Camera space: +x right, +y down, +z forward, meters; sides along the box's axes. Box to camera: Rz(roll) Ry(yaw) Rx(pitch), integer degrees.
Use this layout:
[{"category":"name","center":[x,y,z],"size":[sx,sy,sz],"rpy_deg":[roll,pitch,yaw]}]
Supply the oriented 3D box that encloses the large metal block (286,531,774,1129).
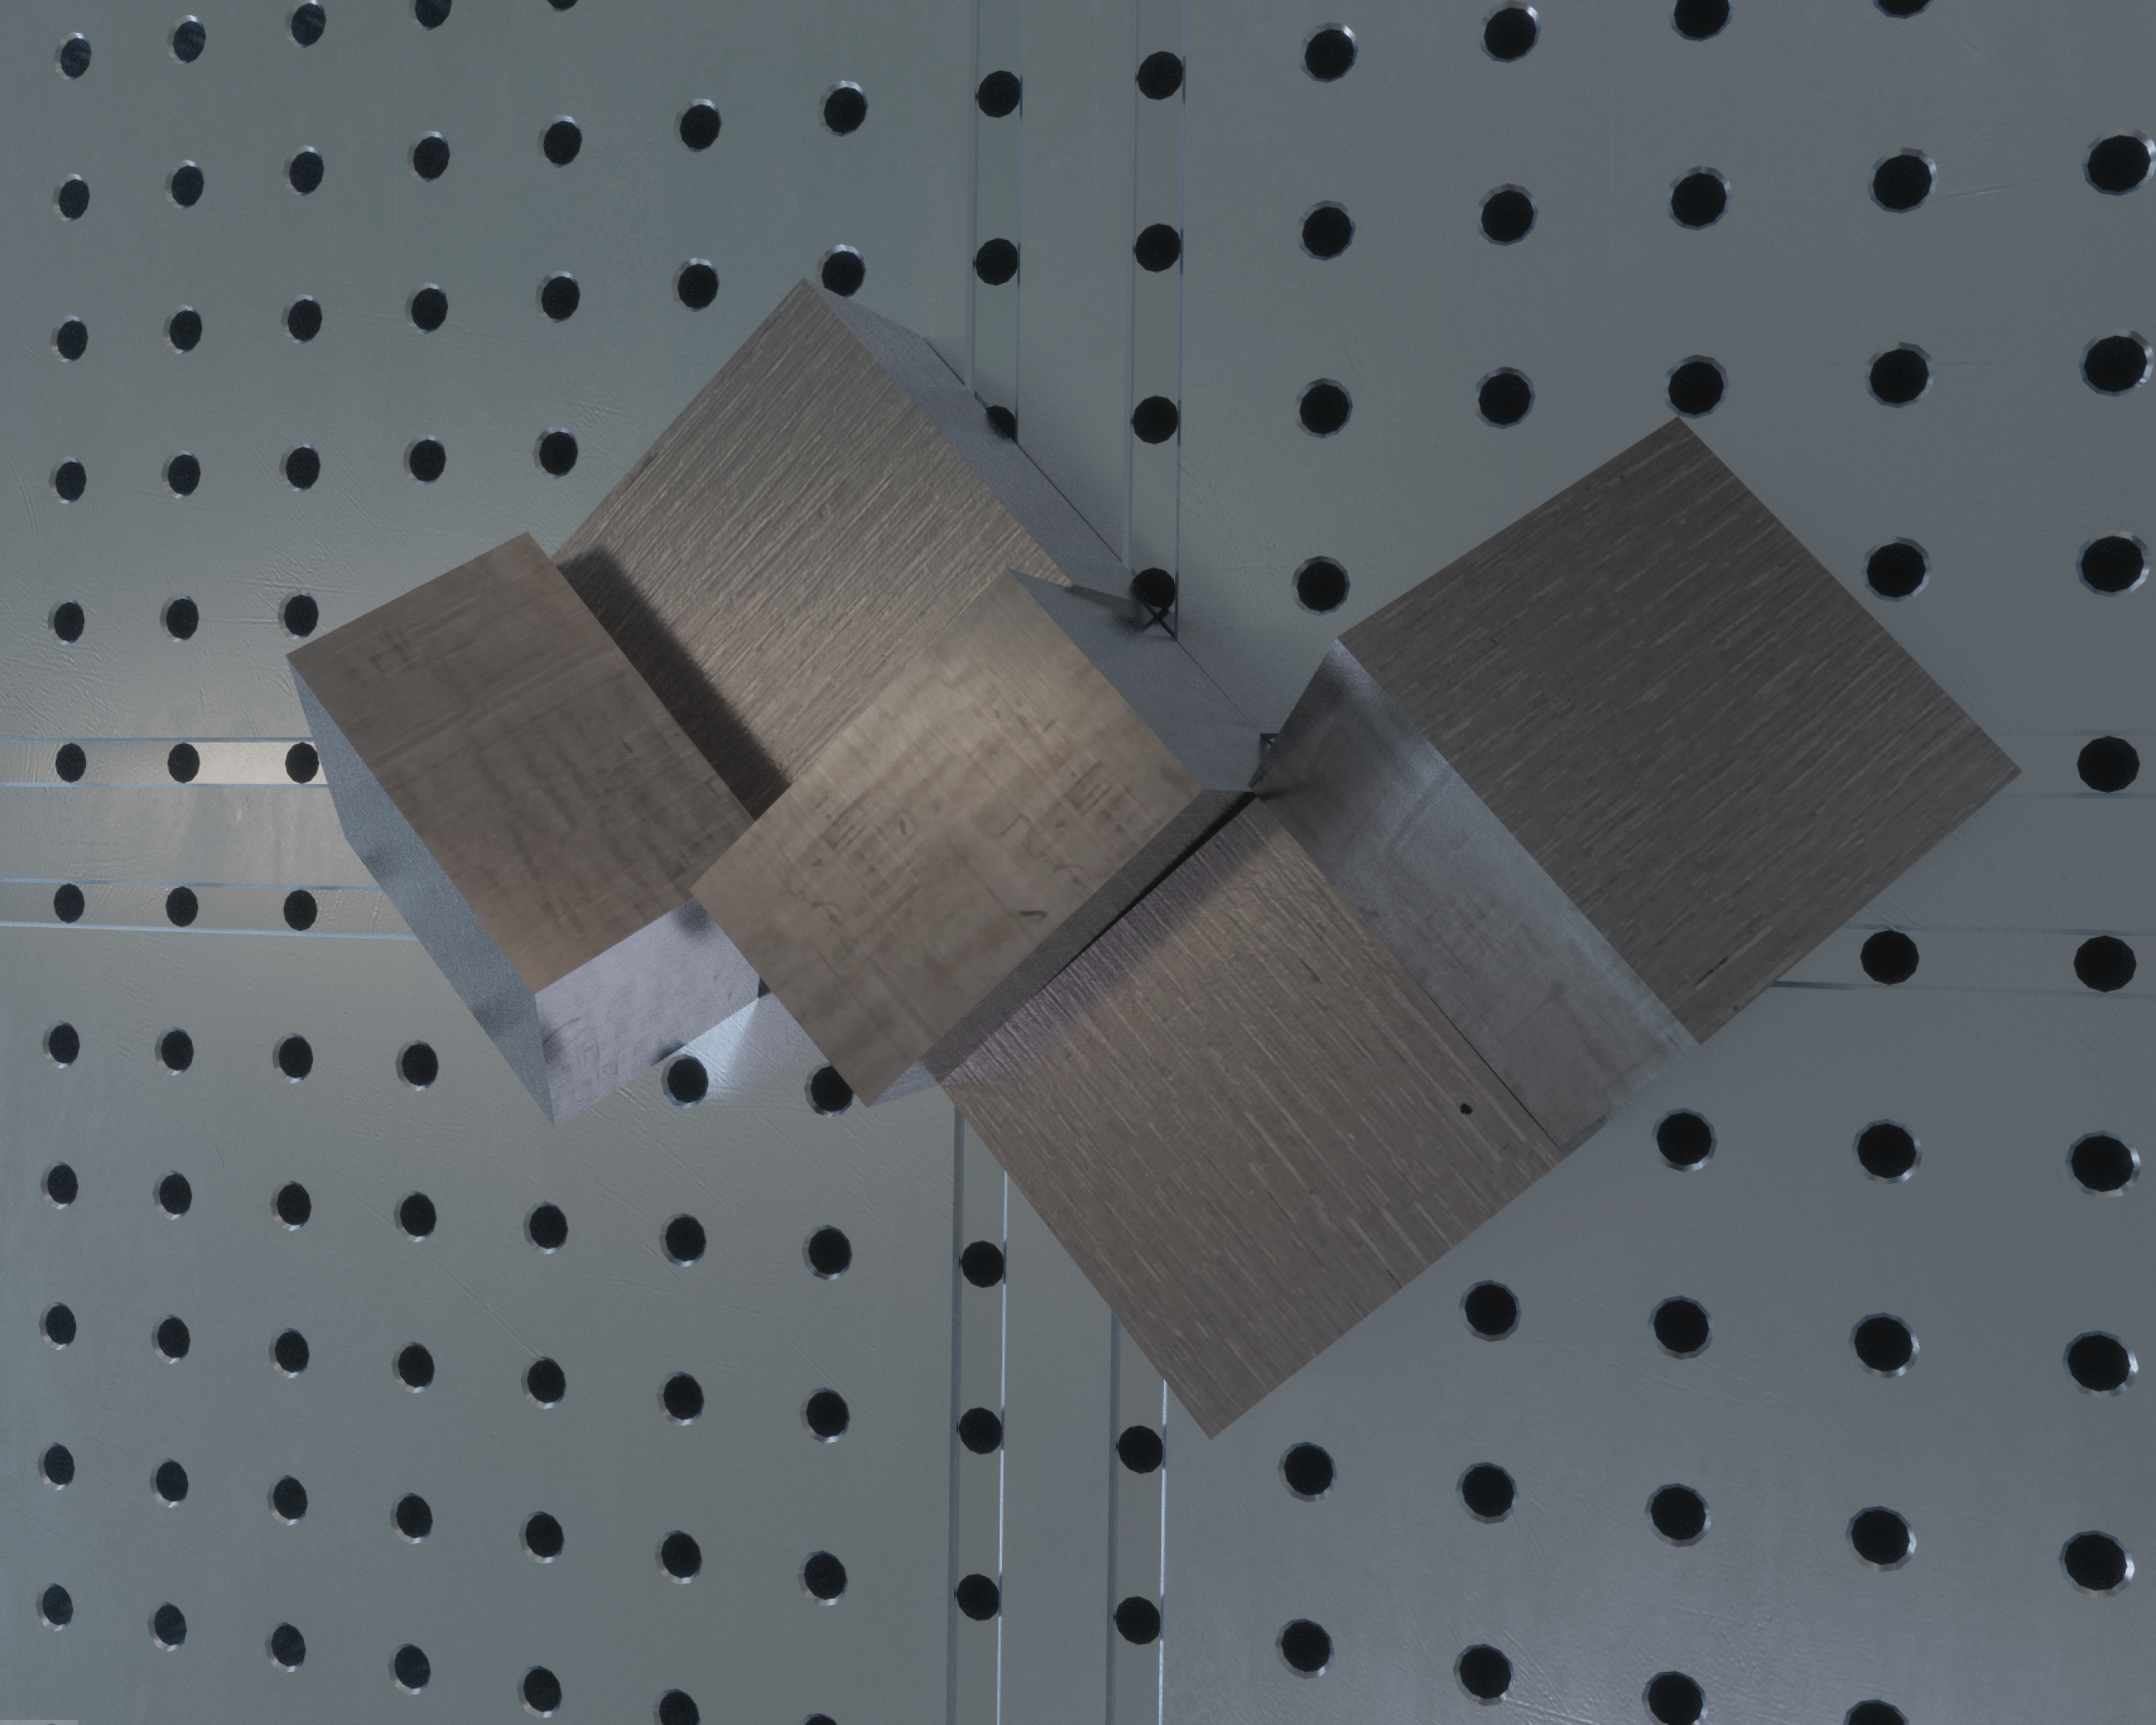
[{"category":"large metal block","center":[-0.106,-0.004,0.414],"size":[0.050,0.080,0.080],"rpy_deg":[-34,76,-23]}]

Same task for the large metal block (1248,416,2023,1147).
[{"category":"large metal block","center":[0.090,-0.014,0.345],"size":[0.080,0.050,0.080],"rpy_deg":[-34,76,-24]}]

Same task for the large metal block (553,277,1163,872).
[{"category":"large metal block","center":[-0.045,-0.054,0.415],"size":[0.080,0.050,0.080],"rpy_deg":[-44,77,16]}]

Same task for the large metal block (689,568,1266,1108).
[{"category":"large metal block","center":[-0.011,-0.004,0.387],"size":[0.080,0.080,0.050],"rpy_deg":[-44,78,15]}]

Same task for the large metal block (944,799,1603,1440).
[{"category":"large metal block","center":[0.036,0.045,0.386],"size":[0.080,0.050,0.080],"rpy_deg":[-43,75,15]}]
